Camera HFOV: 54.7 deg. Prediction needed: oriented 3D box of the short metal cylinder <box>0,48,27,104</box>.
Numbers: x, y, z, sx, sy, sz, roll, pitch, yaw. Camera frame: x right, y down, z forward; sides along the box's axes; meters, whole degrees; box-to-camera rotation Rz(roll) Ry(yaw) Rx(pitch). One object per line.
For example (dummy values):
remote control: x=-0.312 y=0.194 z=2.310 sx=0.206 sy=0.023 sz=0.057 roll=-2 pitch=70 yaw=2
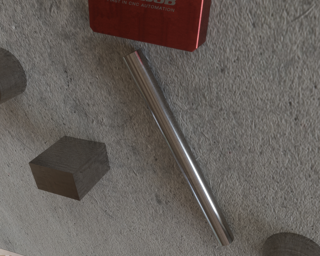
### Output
short metal cylinder: x=-0.256 y=-0.078 z=0.477 sx=0.080 sy=0.050 sz=0.079 roll=13 pitch=124 yaw=21

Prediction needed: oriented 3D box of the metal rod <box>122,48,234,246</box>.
metal rod: x=0.032 y=0.037 z=0.413 sx=0.025 sy=0.025 sz=0.299 roll=-15 pitch=111 yaw=34

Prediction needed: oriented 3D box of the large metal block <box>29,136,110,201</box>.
large metal block: x=-0.137 y=0.059 z=0.480 sx=0.080 sy=0.080 sz=0.050 roll=9 pitch=122 yaw=23

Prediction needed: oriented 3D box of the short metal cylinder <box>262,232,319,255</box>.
short metal cylinder: x=0.177 y=0.188 z=0.414 sx=0.080 sy=0.050 sz=0.079 roll=13 pitch=124 yaw=21

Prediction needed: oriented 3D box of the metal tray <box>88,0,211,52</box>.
metal tray: x=-0.013 y=-0.139 z=0.325 sx=0.130 sy=0.030 sz=0.089 roll=17 pitch=125 yaw=18
